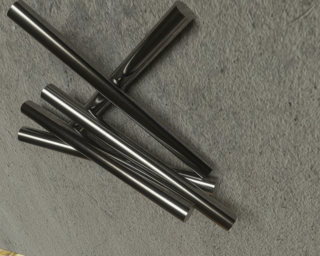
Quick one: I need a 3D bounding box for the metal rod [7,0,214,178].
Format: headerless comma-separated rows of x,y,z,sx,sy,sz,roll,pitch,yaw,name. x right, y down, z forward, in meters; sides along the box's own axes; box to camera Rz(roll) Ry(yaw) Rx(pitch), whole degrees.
-0.050,-0.039,0.378,0.300,0.025,0.025,40,130,-12,metal rod

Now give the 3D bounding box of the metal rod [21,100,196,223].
-0.086,0.034,0.423,0.300,0.025,0.025,29,129,24,metal rod

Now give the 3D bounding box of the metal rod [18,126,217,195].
-0.069,0.044,0.449,0.301,0.025,0.025,14,124,12,metal rod

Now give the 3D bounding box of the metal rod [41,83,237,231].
-0.032,0.035,0.409,0.301,0.025,0.025,35,129,6,metal rod

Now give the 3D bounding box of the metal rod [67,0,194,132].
-0.067,-0.050,0.411,0.025,0.025,0.299,48,129,-6,metal rod
